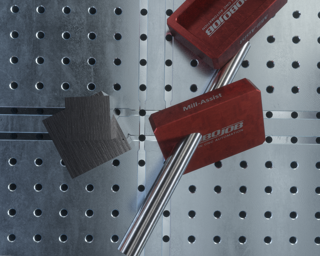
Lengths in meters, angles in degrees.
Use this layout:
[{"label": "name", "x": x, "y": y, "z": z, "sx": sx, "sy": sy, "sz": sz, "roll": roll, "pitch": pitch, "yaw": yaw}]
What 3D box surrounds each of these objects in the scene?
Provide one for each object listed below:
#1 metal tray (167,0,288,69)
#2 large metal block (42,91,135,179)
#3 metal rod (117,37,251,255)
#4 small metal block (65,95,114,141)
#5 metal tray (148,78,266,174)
[{"label": "metal tray", "x": 0.085, "y": -0.150, "z": 0.395, "sx": 0.130, "sy": 0.030, "sz": 0.090, "roll": -45, "pitch": 68, "yaw": -1}, {"label": "large metal block", "x": -0.089, "y": 0.008, "z": 0.400, "sx": 0.080, "sy": 0.050, "sz": 0.080, "roll": -27, "pitch": 90, "yaw": 0}, {"label": "metal rod", "x": 0.037, "y": 0.011, "z": 0.375, "sx": 0.025, "sy": 0.025, "sz": 0.300, "roll": 30, "pitch": 74, "yaw": 0}, {"label": "small metal block", "x": -0.081, "y": -0.011, "z": 0.362, "sx": 0.050, "sy": 0.025, "sz": 0.050, "roll": -3, "pitch": 90, "yaw": -1}, {"label": "metal tray", "x": 0.062, "y": 0.002, "z": 0.387, "sx": 0.131, "sy": 0.030, "sz": 0.090, "roll": -21, "pitch": 129, "yaw": -1}]
